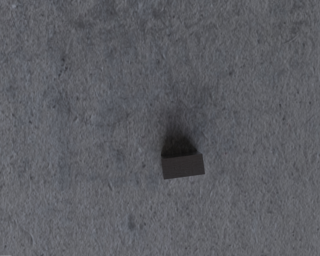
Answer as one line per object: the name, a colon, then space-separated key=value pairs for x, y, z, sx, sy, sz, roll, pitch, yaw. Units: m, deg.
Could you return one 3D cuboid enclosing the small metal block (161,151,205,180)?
small metal block: x=0.028 y=0.047 z=0.398 sx=0.050 sy=0.050 sz=0.025 roll=-7 pitch=90 yaw=0
